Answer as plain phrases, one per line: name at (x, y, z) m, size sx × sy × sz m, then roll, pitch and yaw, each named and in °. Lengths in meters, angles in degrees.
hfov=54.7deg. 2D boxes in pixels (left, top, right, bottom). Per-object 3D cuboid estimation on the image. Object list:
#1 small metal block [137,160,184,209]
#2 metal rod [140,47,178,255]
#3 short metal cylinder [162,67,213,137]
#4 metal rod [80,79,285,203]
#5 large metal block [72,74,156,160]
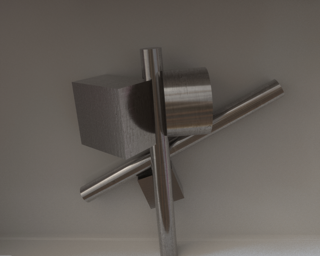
small metal block at (0.002, 0.081, 0.439) m, size 0.050 × 0.025 × 0.050 m, roll -20°, pitch 109°, yaw 7°
metal rod at (0.001, 0.050, 0.400) m, size 0.025 × 0.025 × 0.298 m, roll -5°, pitch 109°, yaw 1°
short metal cylinder at (0.030, -0.031, 0.369) m, size 0.050 × 0.080 × 0.079 m, roll -5°, pitch 110°, yaw 0°
metal rod at (0.022, 0.022, 0.417) m, size 0.300 × 0.025 × 0.025 m, roll -30°, pitch 108°, yaw 10°
large metal block at (-0.054, -0.017, 0.369) m, size 0.080 × 0.050 × 0.079 m, roll 13°, pitch 116°, yaw 38°
